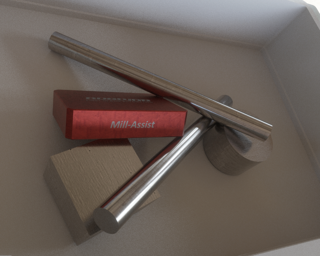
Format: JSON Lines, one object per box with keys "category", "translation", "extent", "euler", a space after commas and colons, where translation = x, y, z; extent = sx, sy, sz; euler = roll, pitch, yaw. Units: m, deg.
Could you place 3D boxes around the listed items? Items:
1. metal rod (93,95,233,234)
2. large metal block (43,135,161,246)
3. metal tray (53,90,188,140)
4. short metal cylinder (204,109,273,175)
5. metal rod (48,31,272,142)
{"category": "metal rod", "translation": [0.029, 0.017, 0.364], "extent": [0.025, 0.025, 0.302], "euler": [47, 37, 4]}
{"category": "large metal block", "translation": [-0.060, 0.059, 0.316], "extent": [0.081, 0.050, 0.080], "euler": [-21, 73, -36]}
{"category": "metal tray", "translation": [-0.047, -0.017, 0.351], "extent": [0.131, 0.030, 0.090], "euler": [-1, 18, -27]}
{"category": "short metal cylinder", "translation": [0.109, 0.020, 0.435], "extent": [0.081, 0.050, 0.080], "euler": [14, 56, -21]}
{"category": "metal rod", "translation": [0.000, -0.054, 0.400], "extent": [0.301, 0.025, 0.025], "euler": [24, 52, 1]}
